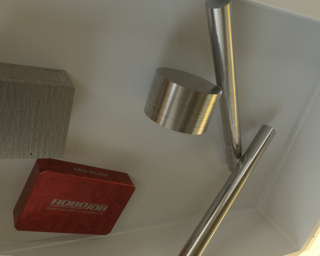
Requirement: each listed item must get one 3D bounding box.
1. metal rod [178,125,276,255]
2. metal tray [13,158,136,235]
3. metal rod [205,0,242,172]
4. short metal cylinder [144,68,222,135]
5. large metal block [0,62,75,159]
[{"bbox_3d":[0.089,0.111,0.448,0.301,0.025,0.025,-51,133,-22],"label":"metal rod"},{"bbox_3d":[-0.109,0.094,0.405,0.131,0.030,0.090,18,109,-36],"label":"metal tray"},{"bbox_3d":[0.092,-0.029,0.412,0.025,0.025,0.299,-31,139,-9],"label":"metal rod"},{"bbox_3d":[0.027,-0.034,0.368,0.081,0.080,0.050,5,116,-31],"label":"short metal cylinder"},{"bbox_3d":[-0.136,-0.016,0.308,0.081,0.050,0.079,2,117,-30],"label":"large metal block"}]
